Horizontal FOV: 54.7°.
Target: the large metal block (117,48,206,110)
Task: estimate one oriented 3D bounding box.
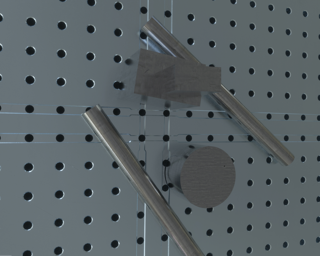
[{"bbox_3d":[-0.001,-0.056,0.384,0.081,0.080,0.050,9,87,-20],"label":"large metal block"}]

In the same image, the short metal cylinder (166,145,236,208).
[{"bbox_3d":[0.054,0.063,0.421,0.081,0.050,0.079,0,90,-20],"label":"short metal cylinder"}]

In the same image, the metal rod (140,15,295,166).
[{"bbox_3d":[0.092,-0.044,0.447,0.300,0.025,0.025,41,77,-16],"label":"metal rod"}]

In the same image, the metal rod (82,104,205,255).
[{"bbox_3d":[-0.005,0.099,0.411,0.025,0.025,0.299,-37,102,-16],"label":"metal rod"}]

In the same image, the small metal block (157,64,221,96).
[{"bbox_3d":[0.029,-0.049,0.326,0.050,0.050,0.025,0,91,-21],"label":"small metal block"}]
